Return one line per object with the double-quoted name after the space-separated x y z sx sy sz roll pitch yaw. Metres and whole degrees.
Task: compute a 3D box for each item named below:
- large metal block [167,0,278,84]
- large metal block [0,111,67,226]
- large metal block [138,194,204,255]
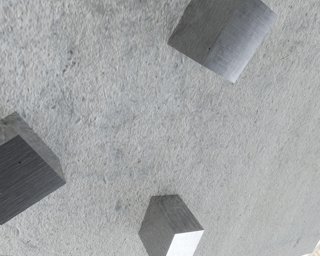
0.064 -0.107 0.340 0.050 0.080 0.080 20 108 -36 "large metal block"
-0.161 0.043 0.329 0.080 0.050 0.080 -33 129 -7 "large metal block"
0.014 0.161 0.478 0.050 0.080 0.079 4 116 -30 "large metal block"
